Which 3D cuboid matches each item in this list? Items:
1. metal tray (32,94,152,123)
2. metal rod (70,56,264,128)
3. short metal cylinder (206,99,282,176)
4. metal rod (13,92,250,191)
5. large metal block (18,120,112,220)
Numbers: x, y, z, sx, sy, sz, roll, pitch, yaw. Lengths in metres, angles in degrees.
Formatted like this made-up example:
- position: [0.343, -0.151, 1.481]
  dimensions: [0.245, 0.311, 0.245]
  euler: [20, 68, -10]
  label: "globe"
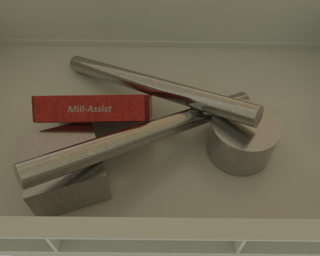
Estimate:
- position: [-0.077, -0.026, 0.385]
  dimensions: [0.131, 0.030, 0.090]
  euler: [-1, 6, 1]
  label: "metal tray"
- position: [-0.013, -0.057, 0.413]
  dimensions: [0.300, 0.025, 0.025]
  euler: [21, 52, 31]
  label: "metal rod"
- position: [0.100, 0.011, 0.378]
  dimensions: [0.081, 0.050, 0.080]
  euler: [0, 50, 0]
  label: "short metal cylinder"
- position: [-0.004, 0.002, 0.353]
  dimensions: [0.302, 0.025, 0.025]
  euler: [-19, 52, -33]
  label: "metal rod"
- position: [-0.105, 0.044, 0.345]
  dimensions: [0.081, 0.050, 0.080]
  euler: [-15, 52, -13]
  label: "large metal block"
